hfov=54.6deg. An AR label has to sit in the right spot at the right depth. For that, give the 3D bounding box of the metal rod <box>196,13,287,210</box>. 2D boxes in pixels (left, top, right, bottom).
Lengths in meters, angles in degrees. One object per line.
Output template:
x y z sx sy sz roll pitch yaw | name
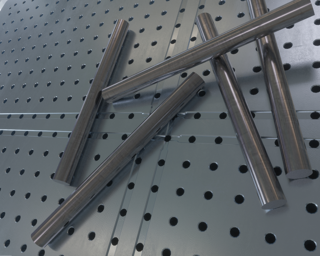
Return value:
0.089 -0.045 0.389 0.025 0.025 0.300 -22 53 15 | metal rod

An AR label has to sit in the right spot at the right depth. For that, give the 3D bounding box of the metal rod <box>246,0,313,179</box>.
0.138 -0.082 0.386 0.025 0.025 0.300 -13 56 21 | metal rod

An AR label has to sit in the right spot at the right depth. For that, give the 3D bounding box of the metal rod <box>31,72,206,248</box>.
-0.052 0.039 0.412 0.300 0.025 0.025 -45 51 -4 | metal rod

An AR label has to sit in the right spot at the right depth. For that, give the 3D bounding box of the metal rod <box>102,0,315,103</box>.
0.043 -0.094 0.416 0.300 0.025 0.025 -19 54 27 | metal rod

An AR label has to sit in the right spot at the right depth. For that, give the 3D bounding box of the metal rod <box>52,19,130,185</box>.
-0.103 -0.055 0.497 0.025 0.025 0.300 1 62 29 | metal rod
